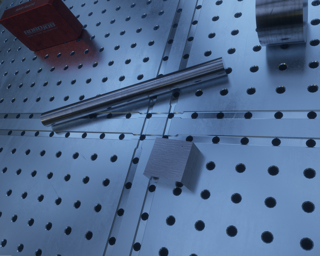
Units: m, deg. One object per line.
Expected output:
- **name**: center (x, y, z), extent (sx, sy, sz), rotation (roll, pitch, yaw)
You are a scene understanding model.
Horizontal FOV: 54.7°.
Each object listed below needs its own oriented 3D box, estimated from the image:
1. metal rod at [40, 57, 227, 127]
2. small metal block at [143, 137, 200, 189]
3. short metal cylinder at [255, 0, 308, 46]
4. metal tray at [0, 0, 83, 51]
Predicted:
- **metal rod**: center (-0.051, -0.048, 0.462), extent (0.301, 0.025, 0.025), rotation (-14, 56, 19)
- **small metal block**: center (0.014, 0.042, 0.374), extent (0.050, 0.025, 0.050), rotation (6, 65, 30)
- **short metal cylinder**: center (0.152, -0.144, 0.381), extent (0.050, 0.080, 0.080), rotation (2, 63, 29)
- **metal tray**: center (-0.232, -0.204, 0.609), extent (0.130, 0.090, 0.030), rotation (-8, 59, 24)
